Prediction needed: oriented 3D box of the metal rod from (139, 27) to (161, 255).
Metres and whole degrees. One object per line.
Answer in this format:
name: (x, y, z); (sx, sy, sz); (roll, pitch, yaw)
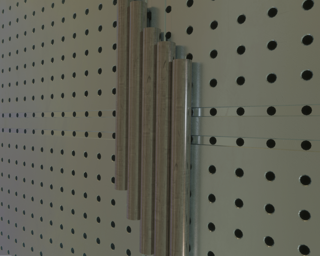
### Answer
metal rod: (-0.013, 0.018, 0.417); (0.025, 0.025, 0.298); (1, 91, 39)

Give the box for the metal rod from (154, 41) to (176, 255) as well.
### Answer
metal rod: (0.006, 0.040, 0.402); (0.025, 0.025, 0.298); (1, 91, 39)

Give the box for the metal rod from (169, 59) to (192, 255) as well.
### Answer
metal rod: (0.025, 0.066, 0.386); (0.025, 0.025, 0.298); (1, 91, 39)

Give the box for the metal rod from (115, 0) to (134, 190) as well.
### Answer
metal rod: (-0.051, -0.061, 0.449); (0.025, 0.025, 0.298); (1, 91, 39)

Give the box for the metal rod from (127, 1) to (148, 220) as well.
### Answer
metal rod: (-0.032, -0.023, 0.432); (0.025, 0.025, 0.298); (1, 91, 39)
